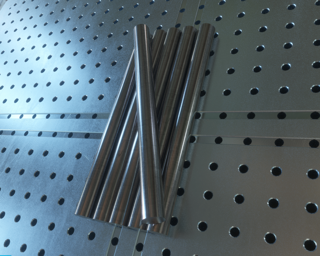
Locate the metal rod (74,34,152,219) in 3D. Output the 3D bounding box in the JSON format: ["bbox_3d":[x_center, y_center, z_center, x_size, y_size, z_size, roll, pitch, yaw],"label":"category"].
[{"bbox_3d":[-0.060,-0.020,0.451,0.025,0.025,0.300,1,62,29],"label":"metal rod"}]

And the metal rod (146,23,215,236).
[{"bbox_3d":[0.033,-0.016,0.402,0.025,0.025,0.300,1,62,29],"label":"metal rod"}]

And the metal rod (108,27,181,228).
[{"bbox_3d":[-0.013,-0.017,0.425,0.025,0.025,0.300,1,62,29],"label":"metal rod"}]

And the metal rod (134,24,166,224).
[{"bbox_3d":[-0.018,-0.029,0.404,0.025,0.025,0.300,-18,55,18],"label":"metal rod"}]

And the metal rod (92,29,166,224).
[{"bbox_3d":[-0.034,-0.018,0.437,0.025,0.025,0.300,1,62,29],"label":"metal rod"}]

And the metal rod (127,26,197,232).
[{"bbox_3d":[0.010,-0.016,0.415,0.025,0.025,0.300,1,62,29],"label":"metal rod"}]
